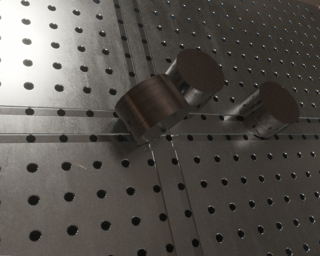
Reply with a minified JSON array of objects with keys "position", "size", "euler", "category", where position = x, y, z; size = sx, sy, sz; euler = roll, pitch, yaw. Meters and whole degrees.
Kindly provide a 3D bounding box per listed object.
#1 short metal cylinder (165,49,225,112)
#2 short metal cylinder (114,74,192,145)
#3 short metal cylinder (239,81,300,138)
[{"position":[0.049,-0.071,0.464],"size":[0.081,0.050,0.080],"euler":[14,56,-21],"category":"short metal cylinder"},{"position":[-0.008,-0.022,0.383],"size":[0.081,0.080,0.050],"euler":[-26,76,-37],"category":"short metal cylinder"},{"position":[0.179,-0.029,0.509],"size":[0.081,0.050,0.080],"euler":[14,56,-21],"category":"short metal cylinder"}]
